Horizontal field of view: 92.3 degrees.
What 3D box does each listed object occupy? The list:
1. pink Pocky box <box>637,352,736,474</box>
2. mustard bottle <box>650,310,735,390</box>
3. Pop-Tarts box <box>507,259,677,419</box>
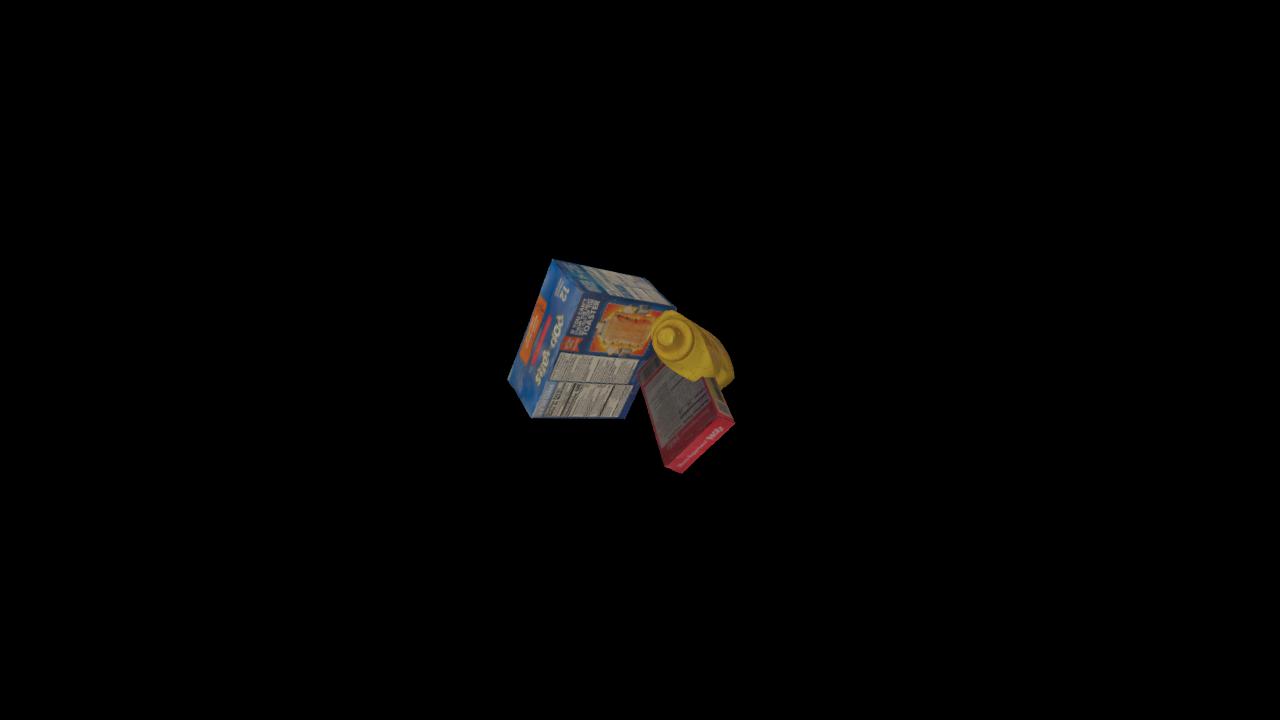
[{"bbox_3d":[0.045,0.039,0.669,0.029,0.084,0.155,28,27,-30],"label":"pink Pocky box"},{"bbox_3d":[0.053,-0.013,0.672,0.054,0.092,0.184,-33,-15,12],"label":"mustard bottle"},{"bbox_3d":[-0.059,-0.019,0.738,0.141,0.167,0.083,5,29,-40],"label":"Pop-Tarts box"}]
